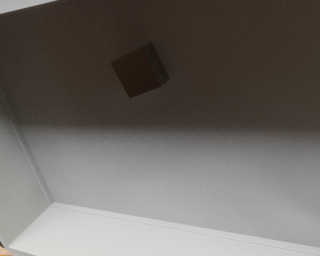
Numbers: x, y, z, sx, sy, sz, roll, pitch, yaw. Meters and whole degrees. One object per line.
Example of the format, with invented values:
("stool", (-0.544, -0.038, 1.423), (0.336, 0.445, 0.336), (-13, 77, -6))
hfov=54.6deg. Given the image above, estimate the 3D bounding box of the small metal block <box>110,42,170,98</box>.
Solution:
("small metal block", (-0.024, -0.070, 0.379), (0.050, 0.025, 0.050), (-16, 110, 34))
